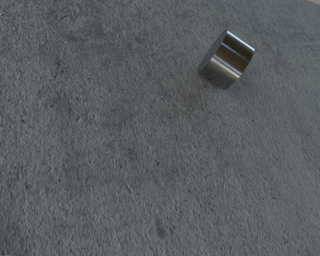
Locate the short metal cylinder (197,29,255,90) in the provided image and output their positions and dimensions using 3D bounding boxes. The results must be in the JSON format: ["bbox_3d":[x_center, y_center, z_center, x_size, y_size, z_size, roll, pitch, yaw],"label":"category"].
[{"bbox_3d":[0.102,-0.107,0.489,0.050,0.080,0.080,32,52,-8],"label":"short metal cylinder"}]
